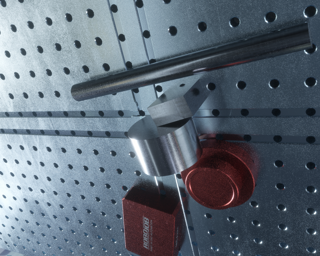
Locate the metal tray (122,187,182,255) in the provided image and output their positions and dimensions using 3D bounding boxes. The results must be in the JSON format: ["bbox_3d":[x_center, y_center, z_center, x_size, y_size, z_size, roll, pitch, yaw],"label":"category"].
[{"bbox_3d":[-0.014,0.166,0.517,0.090,0.030,0.129,14,124,20],"label":"metal tray"}]

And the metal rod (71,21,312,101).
[{"bbox_3d":[0.011,-0.068,0.362,0.300,0.025,0.025,-8,115,31],"label":"metal rod"}]

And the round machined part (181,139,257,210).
[{"bbox_3d":[0.072,0.067,0.403,0.098,0.042,0.097,13,124,20],"label":"round machined part"}]

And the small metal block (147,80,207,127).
[{"bbox_3d":[0.021,-0.029,0.365,0.050,0.050,0.025,-16,110,34],"label":"small metal block"}]

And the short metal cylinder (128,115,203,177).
[{"bbox_3d":[0.007,0.015,0.380,0.080,0.080,0.050,-6,116,30],"label":"short metal cylinder"}]
